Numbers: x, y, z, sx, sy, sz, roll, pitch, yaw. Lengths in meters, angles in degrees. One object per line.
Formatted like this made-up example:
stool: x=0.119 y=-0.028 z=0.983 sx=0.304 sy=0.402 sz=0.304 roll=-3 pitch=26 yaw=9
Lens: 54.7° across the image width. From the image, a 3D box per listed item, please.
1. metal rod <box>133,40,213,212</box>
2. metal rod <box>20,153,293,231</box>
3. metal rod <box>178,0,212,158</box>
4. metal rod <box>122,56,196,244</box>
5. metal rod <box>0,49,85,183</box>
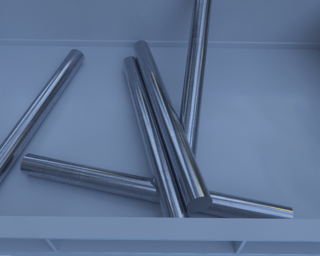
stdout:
metal rod: x=0.003 y=-0.030 z=0.391 sx=0.025 sy=0.025 sz=0.300 roll=-10 pitch=44 yaw=-9
metal rod: x=-0.011 y=0.069 z=0.346 sx=0.301 sy=0.025 sz=0.025 roll=10 pitch=51 yaw=8
metal rod: x=0.047 y=-0.085 z=0.400 sx=0.025 sy=0.025 sz=0.299 roll=7 pitch=74 yaw=5
metal rod: x=-0.013 y=-0.002 z=0.385 sx=0.025 sy=0.025 sz=0.300 roll=-10 pitch=44 yaw=-9
metal rod: x=-0.172 y=-0.006 z=0.407 sx=0.025 sy=0.025 sz=0.300 roll=12 pitch=51 yaw=9
